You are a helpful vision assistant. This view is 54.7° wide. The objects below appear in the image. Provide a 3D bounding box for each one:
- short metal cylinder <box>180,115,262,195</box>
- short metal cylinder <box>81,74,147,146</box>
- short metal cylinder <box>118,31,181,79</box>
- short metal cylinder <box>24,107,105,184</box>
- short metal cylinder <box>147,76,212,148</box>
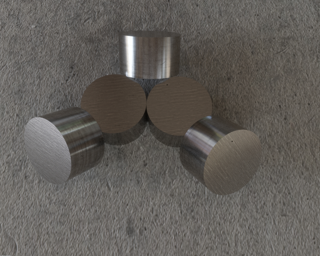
[{"bbox_3d":[0.071,0.031,0.363,0.080,0.080,0.050,-35,32,-12],"label":"short metal cylinder"},{"bbox_3d":[-0.057,-0.023,0.403,0.081,0.050,0.080,0,70,0],"label":"short metal cylinder"},{"bbox_3d":[-0.014,-0.099,0.410,0.080,0.080,0.050,2,113,0],"label":"short metal cylinder"},{"bbox_3d":[-0.113,0.019,0.365,0.080,0.080,0.050,45,36,14],"label":"short metal cylinder"},{"bbox_3d":[0.024,-0.020,0.403,0.081,0.050,0.080,0,70,0],"label":"short metal cylinder"}]
